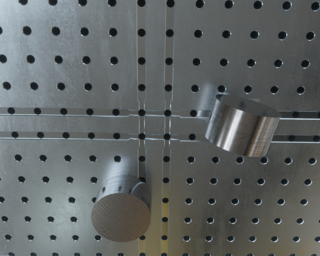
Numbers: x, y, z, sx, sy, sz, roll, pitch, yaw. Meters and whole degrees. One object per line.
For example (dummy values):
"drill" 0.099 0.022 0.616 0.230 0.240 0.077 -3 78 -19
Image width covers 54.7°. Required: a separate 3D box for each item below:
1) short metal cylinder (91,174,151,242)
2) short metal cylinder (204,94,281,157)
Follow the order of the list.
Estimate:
"short metal cylinder" -0.053 0.113 0.441 0.081 0.050 0.079 0 110 -1
"short metal cylinder" 0.101 -0.005 0.384 0.081 0.080 0.050 12 110 -5
